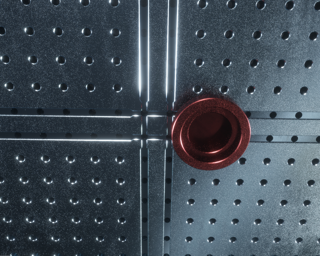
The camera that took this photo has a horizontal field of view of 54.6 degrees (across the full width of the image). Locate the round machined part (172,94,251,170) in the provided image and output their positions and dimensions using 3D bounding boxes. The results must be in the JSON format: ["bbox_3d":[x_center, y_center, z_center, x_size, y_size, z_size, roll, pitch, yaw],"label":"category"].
[{"bbox_3d":[0.064,0.003,0.406,0.099,0.042,0.097,0,110,0],"label":"round machined part"}]
